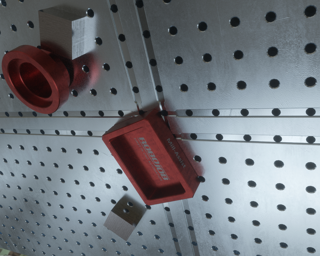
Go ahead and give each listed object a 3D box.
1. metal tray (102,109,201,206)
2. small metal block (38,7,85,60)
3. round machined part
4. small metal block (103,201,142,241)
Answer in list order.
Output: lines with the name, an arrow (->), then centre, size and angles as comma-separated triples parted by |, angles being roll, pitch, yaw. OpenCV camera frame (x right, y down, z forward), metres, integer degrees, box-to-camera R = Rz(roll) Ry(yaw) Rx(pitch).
metal tray -> -0.012, 0.046, 0.441 | 0.090, 0.030, 0.130 | -21, 108, 35
small metal block -> -0.127, -0.122, 0.400 | 0.050, 0.025, 0.050 | 21, 126, 15
round machined part -> -0.168, -0.071, 0.437 | 0.098, 0.042, 0.097 | 17, 133, 20
small metal block -> -0.066, 0.165, 0.546 | 0.050, 0.025, 0.050 | 33, 129, 6
